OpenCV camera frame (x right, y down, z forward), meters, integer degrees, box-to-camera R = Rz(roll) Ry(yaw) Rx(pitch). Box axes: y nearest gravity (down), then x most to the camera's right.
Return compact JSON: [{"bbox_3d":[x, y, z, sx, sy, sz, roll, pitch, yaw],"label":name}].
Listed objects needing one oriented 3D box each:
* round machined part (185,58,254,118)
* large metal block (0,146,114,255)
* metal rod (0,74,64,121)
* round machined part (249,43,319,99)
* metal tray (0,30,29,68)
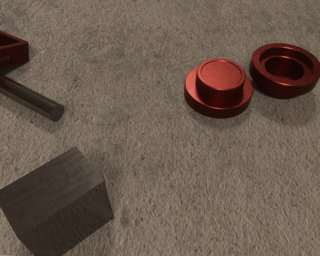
[{"bbox_3d":[0.085,-0.064,0.447,0.099,0.042,0.098,0,50,0],"label":"round machined part"},{"bbox_3d":[-0.097,0.077,0.302,0.081,0.080,0.050,-32,58,-24],"label":"large metal block"},{"bbox_3d":[-0.267,-0.081,0.467,0.301,0.025,0.025,25,54,19],"label":"metal rod"},{"bbox_3d":[0.183,-0.081,0.463,0.099,0.042,0.098,0,50,0],"label":"round machined part"},{"bbox_3d":[-0.278,-0.116,0.464,0.090,0.030,0.131,24,34,18],"label":"metal tray"}]
